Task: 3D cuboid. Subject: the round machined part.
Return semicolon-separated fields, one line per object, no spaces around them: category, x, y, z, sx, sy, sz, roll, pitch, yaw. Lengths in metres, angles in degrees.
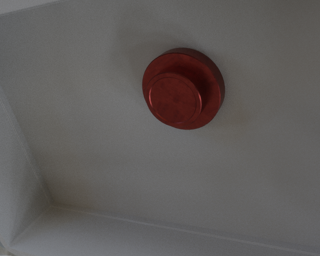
round machined part;0.022;-0.040;0.362;0.098;0.042;0.097;13;124;21
